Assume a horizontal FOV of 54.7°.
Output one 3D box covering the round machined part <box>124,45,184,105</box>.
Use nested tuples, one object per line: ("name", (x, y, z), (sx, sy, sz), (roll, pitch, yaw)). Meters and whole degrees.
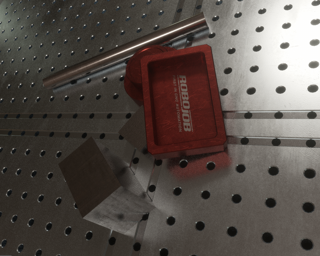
("round machined part", (-0.010, -0.082, 0.452), (0.098, 0.042, 0.098), (-13, 56, 20))

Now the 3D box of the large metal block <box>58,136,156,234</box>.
("large metal block", (-0.061, 0.068, 0.362), (0.050, 0.080, 0.080), (-41, 51, 0))

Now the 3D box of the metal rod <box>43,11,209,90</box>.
("metal rod", (-0.067, -0.123, 0.516), (0.301, 0.025, 0.025), (-17, 55, 17))

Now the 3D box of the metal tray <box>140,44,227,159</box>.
("metal tray", (0.027, -0.032, 0.379), (0.090, 0.030, 0.129), (-9, 71, 9))

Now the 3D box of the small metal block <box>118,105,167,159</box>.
("small metal block", (-0.019, 0.004, 0.414), (0.050, 0.025, 0.050), (-49, 52, -7))
